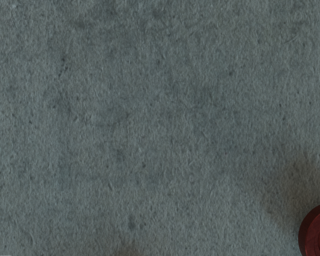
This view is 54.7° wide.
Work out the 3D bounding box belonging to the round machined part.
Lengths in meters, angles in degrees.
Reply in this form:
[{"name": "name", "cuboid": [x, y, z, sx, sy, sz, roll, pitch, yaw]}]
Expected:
[{"name": "round machined part", "cuboid": [0.229, 0.144, 0.405, 0.099, 0.042, 0.097, 0, 90, -1]}]
